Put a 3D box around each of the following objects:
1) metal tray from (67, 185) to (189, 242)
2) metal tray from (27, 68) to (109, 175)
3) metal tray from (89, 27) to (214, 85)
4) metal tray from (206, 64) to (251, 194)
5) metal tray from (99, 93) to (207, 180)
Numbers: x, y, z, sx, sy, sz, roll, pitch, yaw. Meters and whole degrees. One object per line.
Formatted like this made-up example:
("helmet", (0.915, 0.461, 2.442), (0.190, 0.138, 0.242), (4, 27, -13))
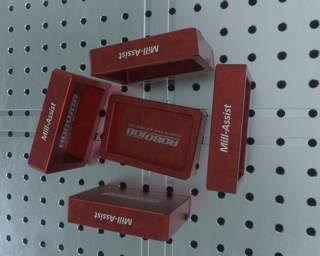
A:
("metal tray", (-0.037, 0.102, 0.392), (0.130, 0.090, 0.030), (4, 92, 20))
("metal tray", (-0.121, -0.008, 0.421), (0.030, 0.090, 0.129), (19, 96, 19))
("metal tray", (-0.008, -0.083, 0.381), (0.130, 0.090, 0.030), (-7, 88, 20))
("metal tray", (0.080, 0.000, 0.350), (0.030, 0.090, 0.129), (5, 92, 20))
("metal tray", (-0.011, 0.009, 0.413), (0.130, 0.030, 0.090), (12, 94, 19))
